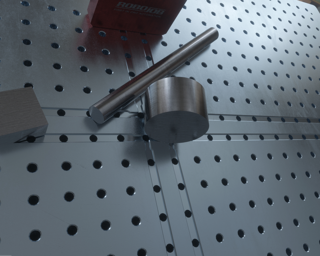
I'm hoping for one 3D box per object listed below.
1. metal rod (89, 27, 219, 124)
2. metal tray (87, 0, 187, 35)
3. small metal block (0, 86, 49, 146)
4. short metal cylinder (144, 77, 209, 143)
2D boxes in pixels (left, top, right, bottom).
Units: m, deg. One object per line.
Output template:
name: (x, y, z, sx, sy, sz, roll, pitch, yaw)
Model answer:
metal rod: (0.009, -0.094, 0.472, 0.025, 0.025, 0.302, 46, 51, 3)
metal tray: (-0.033, -0.188, 0.464, 0.131, 0.090, 0.030, -3, 63, -30)
small metal block: (-0.156, -0.013, 0.333, 0.050, 0.025, 0.050, -18, 71, -35)
short metal cylinder: (0.020, -0.021, 0.398, 0.081, 0.080, 0.050, 12, 57, -22)
